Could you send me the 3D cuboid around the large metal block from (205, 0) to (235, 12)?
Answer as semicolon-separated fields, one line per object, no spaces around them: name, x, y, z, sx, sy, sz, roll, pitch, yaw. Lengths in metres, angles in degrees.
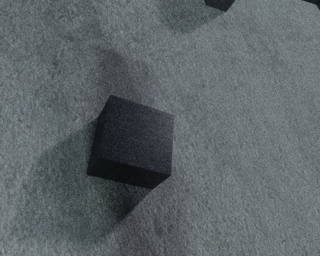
large metal block;0.128;-0.298;0.622;0.050;0.080;0.080;7;59;-25

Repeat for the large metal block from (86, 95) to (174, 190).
large metal block;-0.032;0.018;0.360;0.081;0.050;0.080;17;55;-19
